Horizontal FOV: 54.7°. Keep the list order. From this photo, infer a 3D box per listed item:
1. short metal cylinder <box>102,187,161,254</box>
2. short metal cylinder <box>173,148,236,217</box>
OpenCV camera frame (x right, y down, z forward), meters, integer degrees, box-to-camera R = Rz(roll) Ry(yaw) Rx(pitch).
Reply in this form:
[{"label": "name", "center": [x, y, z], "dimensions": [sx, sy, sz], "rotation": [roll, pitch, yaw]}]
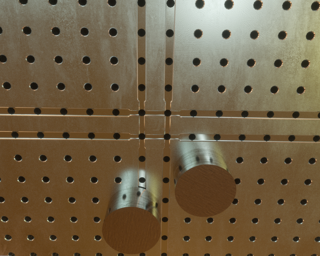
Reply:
[{"label": "short metal cylinder", "center": [-0.039, 0.133, 0.449], "dimensions": [0.081, 0.050, 0.079], "rotation": [0, 110, -1]}, {"label": "short metal cylinder", "center": [0.060, 0.075, 0.429], "dimensions": [0.081, 0.050, 0.079], "rotation": [0, 110, -1]}]
